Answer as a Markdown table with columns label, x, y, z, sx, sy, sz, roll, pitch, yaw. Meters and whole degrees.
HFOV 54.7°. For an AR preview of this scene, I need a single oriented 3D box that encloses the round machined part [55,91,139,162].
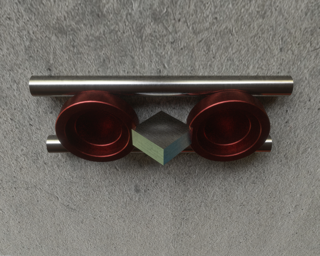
| label | x | y | z | sx | sy | sz | roll | pitch | yaw |
| --- | --- | --- | --- | --- | --- | --- | --- | --- | --- |
| round machined part | -0.075 | -0.006 | 0.386 | 0.099 | 0.042 | 0.097 | 0 | 130 | 0 |

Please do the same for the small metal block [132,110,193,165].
| label | x | y | z | sx | sy | sz | roll | pitch | yaw |
| --- | --- | --- | --- | --- | --- | --- | --- | --- | --- |
| small metal block | 0.003 | 0.010 | 0.366 | 0.050 | 0.050 | 0.025 | 31 | 138 | 32 |

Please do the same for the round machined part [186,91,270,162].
| label | x | y | z | sx | sy | sz | roll | pitch | yaw |
| --- | --- | --- | --- | --- | --- | --- | --- | --- | --- |
| round machined part | 0.082 | -0.006 | 0.386 | 0.099 | 0.042 | 0.097 | 0 | 130 | 0 |

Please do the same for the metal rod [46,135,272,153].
| label | x | y | z | sx | sy | sz | roll | pitch | yaw |
| --- | --- | --- | --- | --- | --- | --- | --- | --- | --- |
| metal rod | 0.000 | 0.022 | 0.427 | 0.302 | 0.025 | 0.025 | 0 | 130 | -1 |

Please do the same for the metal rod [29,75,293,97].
| label | x | y | z | sx | sy | sz | roll | pitch | yaw |
| --- | --- | --- | --- | --- | --- | --- | --- | --- | --- |
| metal rod | 0.002 | -0.050 | 0.366 | 0.302 | 0.025 | 0.025 | 0 | 130 | -1 |
